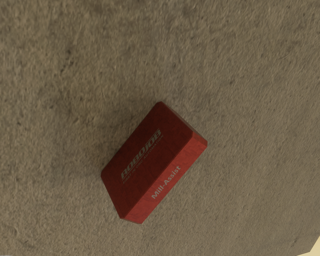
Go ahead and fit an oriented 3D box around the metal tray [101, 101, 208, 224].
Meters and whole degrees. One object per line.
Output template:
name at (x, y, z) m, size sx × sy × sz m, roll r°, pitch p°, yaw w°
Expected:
metal tray at (-0.013, 0.040, 0.384) m, size 0.030 × 0.090 × 0.130 m, roll 33°, pitch 100°, yaw -39°
